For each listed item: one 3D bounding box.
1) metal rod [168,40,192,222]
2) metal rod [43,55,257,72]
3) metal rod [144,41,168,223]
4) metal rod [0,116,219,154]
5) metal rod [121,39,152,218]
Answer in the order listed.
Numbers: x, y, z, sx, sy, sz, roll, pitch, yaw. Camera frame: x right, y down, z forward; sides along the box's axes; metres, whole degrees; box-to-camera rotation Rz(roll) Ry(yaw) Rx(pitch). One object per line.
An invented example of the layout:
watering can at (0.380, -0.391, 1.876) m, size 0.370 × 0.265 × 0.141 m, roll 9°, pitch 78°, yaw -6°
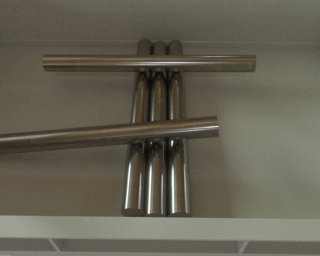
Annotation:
metal rod at (0.023, -0.021, 0.421) m, size 0.025 × 0.025 × 0.300 m, roll 1°, pitch 50°, yaw 1°
metal rod at (-0.015, -0.094, 0.449) m, size 0.302 × 0.025 × 0.025 m, roll 0°, pitch 50°, yaw 0°
metal rod at (-0.002, -0.020, 0.421) m, size 0.025 × 0.025 × 0.300 m, roll 1°, pitch 50°, yaw 1°
metal rod at (-0.083, 0.011, 0.370) m, size 0.302 × 0.025 × 0.025 m, roll -5°, pitch 50°, yaw 5°
metal rod at (-0.027, -0.025, 0.425) m, size 0.025 × 0.025 × 0.300 m, roll 1°, pitch 50°, yaw 0°
